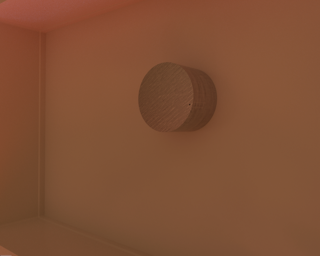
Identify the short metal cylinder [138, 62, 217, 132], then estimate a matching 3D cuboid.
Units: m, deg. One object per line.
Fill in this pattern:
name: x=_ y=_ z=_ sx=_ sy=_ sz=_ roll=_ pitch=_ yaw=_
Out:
short metal cylinder: x=0.021 y=-0.035 z=0.372 sx=0.080 sy=0.050 sz=0.079 roll=0 pitch=90 yaw=39
